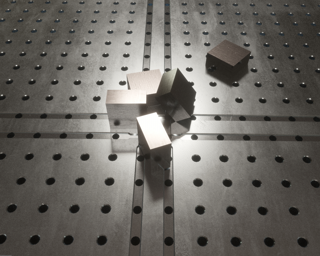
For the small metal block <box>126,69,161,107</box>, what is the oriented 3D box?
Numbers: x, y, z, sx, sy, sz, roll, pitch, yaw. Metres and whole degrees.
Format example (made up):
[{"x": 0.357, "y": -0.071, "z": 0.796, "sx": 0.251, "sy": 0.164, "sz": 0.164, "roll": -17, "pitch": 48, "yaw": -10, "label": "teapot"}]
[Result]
[{"x": -0.019, "y": -0.058, "z": 0.456, "sx": 0.050, "sy": 0.025, "sz": 0.050, "roll": -11, "pitch": 51, "yaw": -9, "label": "small metal block"}]

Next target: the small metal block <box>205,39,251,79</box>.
[{"x": 0.111, "y": -0.113, "z": 0.504, "sx": 0.050, "sy": 0.025, "sz": 0.050, "roll": 35, "pitch": 58, "yaw": 25, "label": "small metal block"}]

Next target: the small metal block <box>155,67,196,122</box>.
[{"x": 0.023, "y": -0.046, "z": 0.427, "sx": 0.025, "sy": 0.050, "sz": 0.050, "roll": -17, "pitch": 41, "yaw": 34, "label": "small metal block"}]

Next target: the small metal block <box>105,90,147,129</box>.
[{"x": -0.043, "y": -0.024, "z": 0.411, "sx": 0.050, "sy": 0.050, "sz": 0.025, "roll": 0, "pitch": 50, "yaw": -1, "label": "small metal block"}]

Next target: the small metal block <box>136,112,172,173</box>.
[{"x": -0.008, "y": 0.018, "z": 0.376, "sx": 0.025, "sy": 0.050, "sz": 0.050, "roll": -16, "pitch": 52, "yaw": -13, "label": "small metal block"}]
